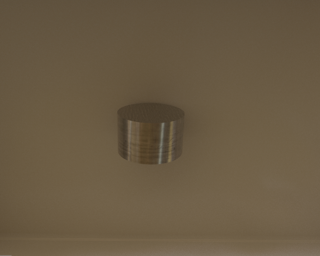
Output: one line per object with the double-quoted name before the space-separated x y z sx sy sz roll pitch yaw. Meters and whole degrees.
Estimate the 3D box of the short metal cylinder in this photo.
"short metal cylinder" -0.011 0.004 0.380 0.080 0.080 0.050 2 110 -1
